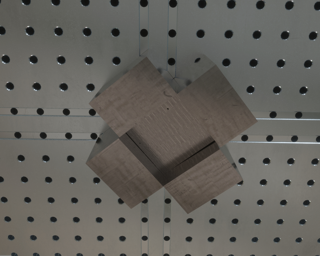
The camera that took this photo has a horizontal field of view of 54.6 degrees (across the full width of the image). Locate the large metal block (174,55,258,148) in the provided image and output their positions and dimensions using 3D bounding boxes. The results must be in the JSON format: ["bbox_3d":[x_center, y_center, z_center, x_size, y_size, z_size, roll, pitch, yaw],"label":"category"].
[{"bbox_3d":[0.063,-0.035,0.372,0.050,0.080,0.080,-37,106,12],"label":"large metal block"}]

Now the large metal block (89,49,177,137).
[{"bbox_3d":[-0.029,-0.045,0.367,0.080,0.080,0.050,-37,106,12],"label":"large metal block"}]

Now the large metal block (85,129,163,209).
[{"bbox_3d":[-0.041,0.041,0.398,0.050,0.080,0.080,-37,107,12],"label":"large metal block"}]

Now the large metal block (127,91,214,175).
[{"bbox_3d":[0.012,-0.002,0.398,0.080,0.050,0.080,-36,105,14],"label":"large metal block"}]

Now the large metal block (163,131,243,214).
[{"bbox_3d":[0.051,0.051,0.404,0.080,0.080,0.050,-35,106,12],"label":"large metal block"}]
